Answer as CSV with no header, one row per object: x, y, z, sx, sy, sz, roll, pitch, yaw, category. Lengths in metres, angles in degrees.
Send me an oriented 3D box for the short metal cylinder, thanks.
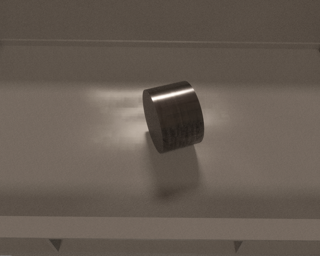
0.014,-0.014,0.381,0.050,0.080,0.080,-15,52,-12,short metal cylinder
